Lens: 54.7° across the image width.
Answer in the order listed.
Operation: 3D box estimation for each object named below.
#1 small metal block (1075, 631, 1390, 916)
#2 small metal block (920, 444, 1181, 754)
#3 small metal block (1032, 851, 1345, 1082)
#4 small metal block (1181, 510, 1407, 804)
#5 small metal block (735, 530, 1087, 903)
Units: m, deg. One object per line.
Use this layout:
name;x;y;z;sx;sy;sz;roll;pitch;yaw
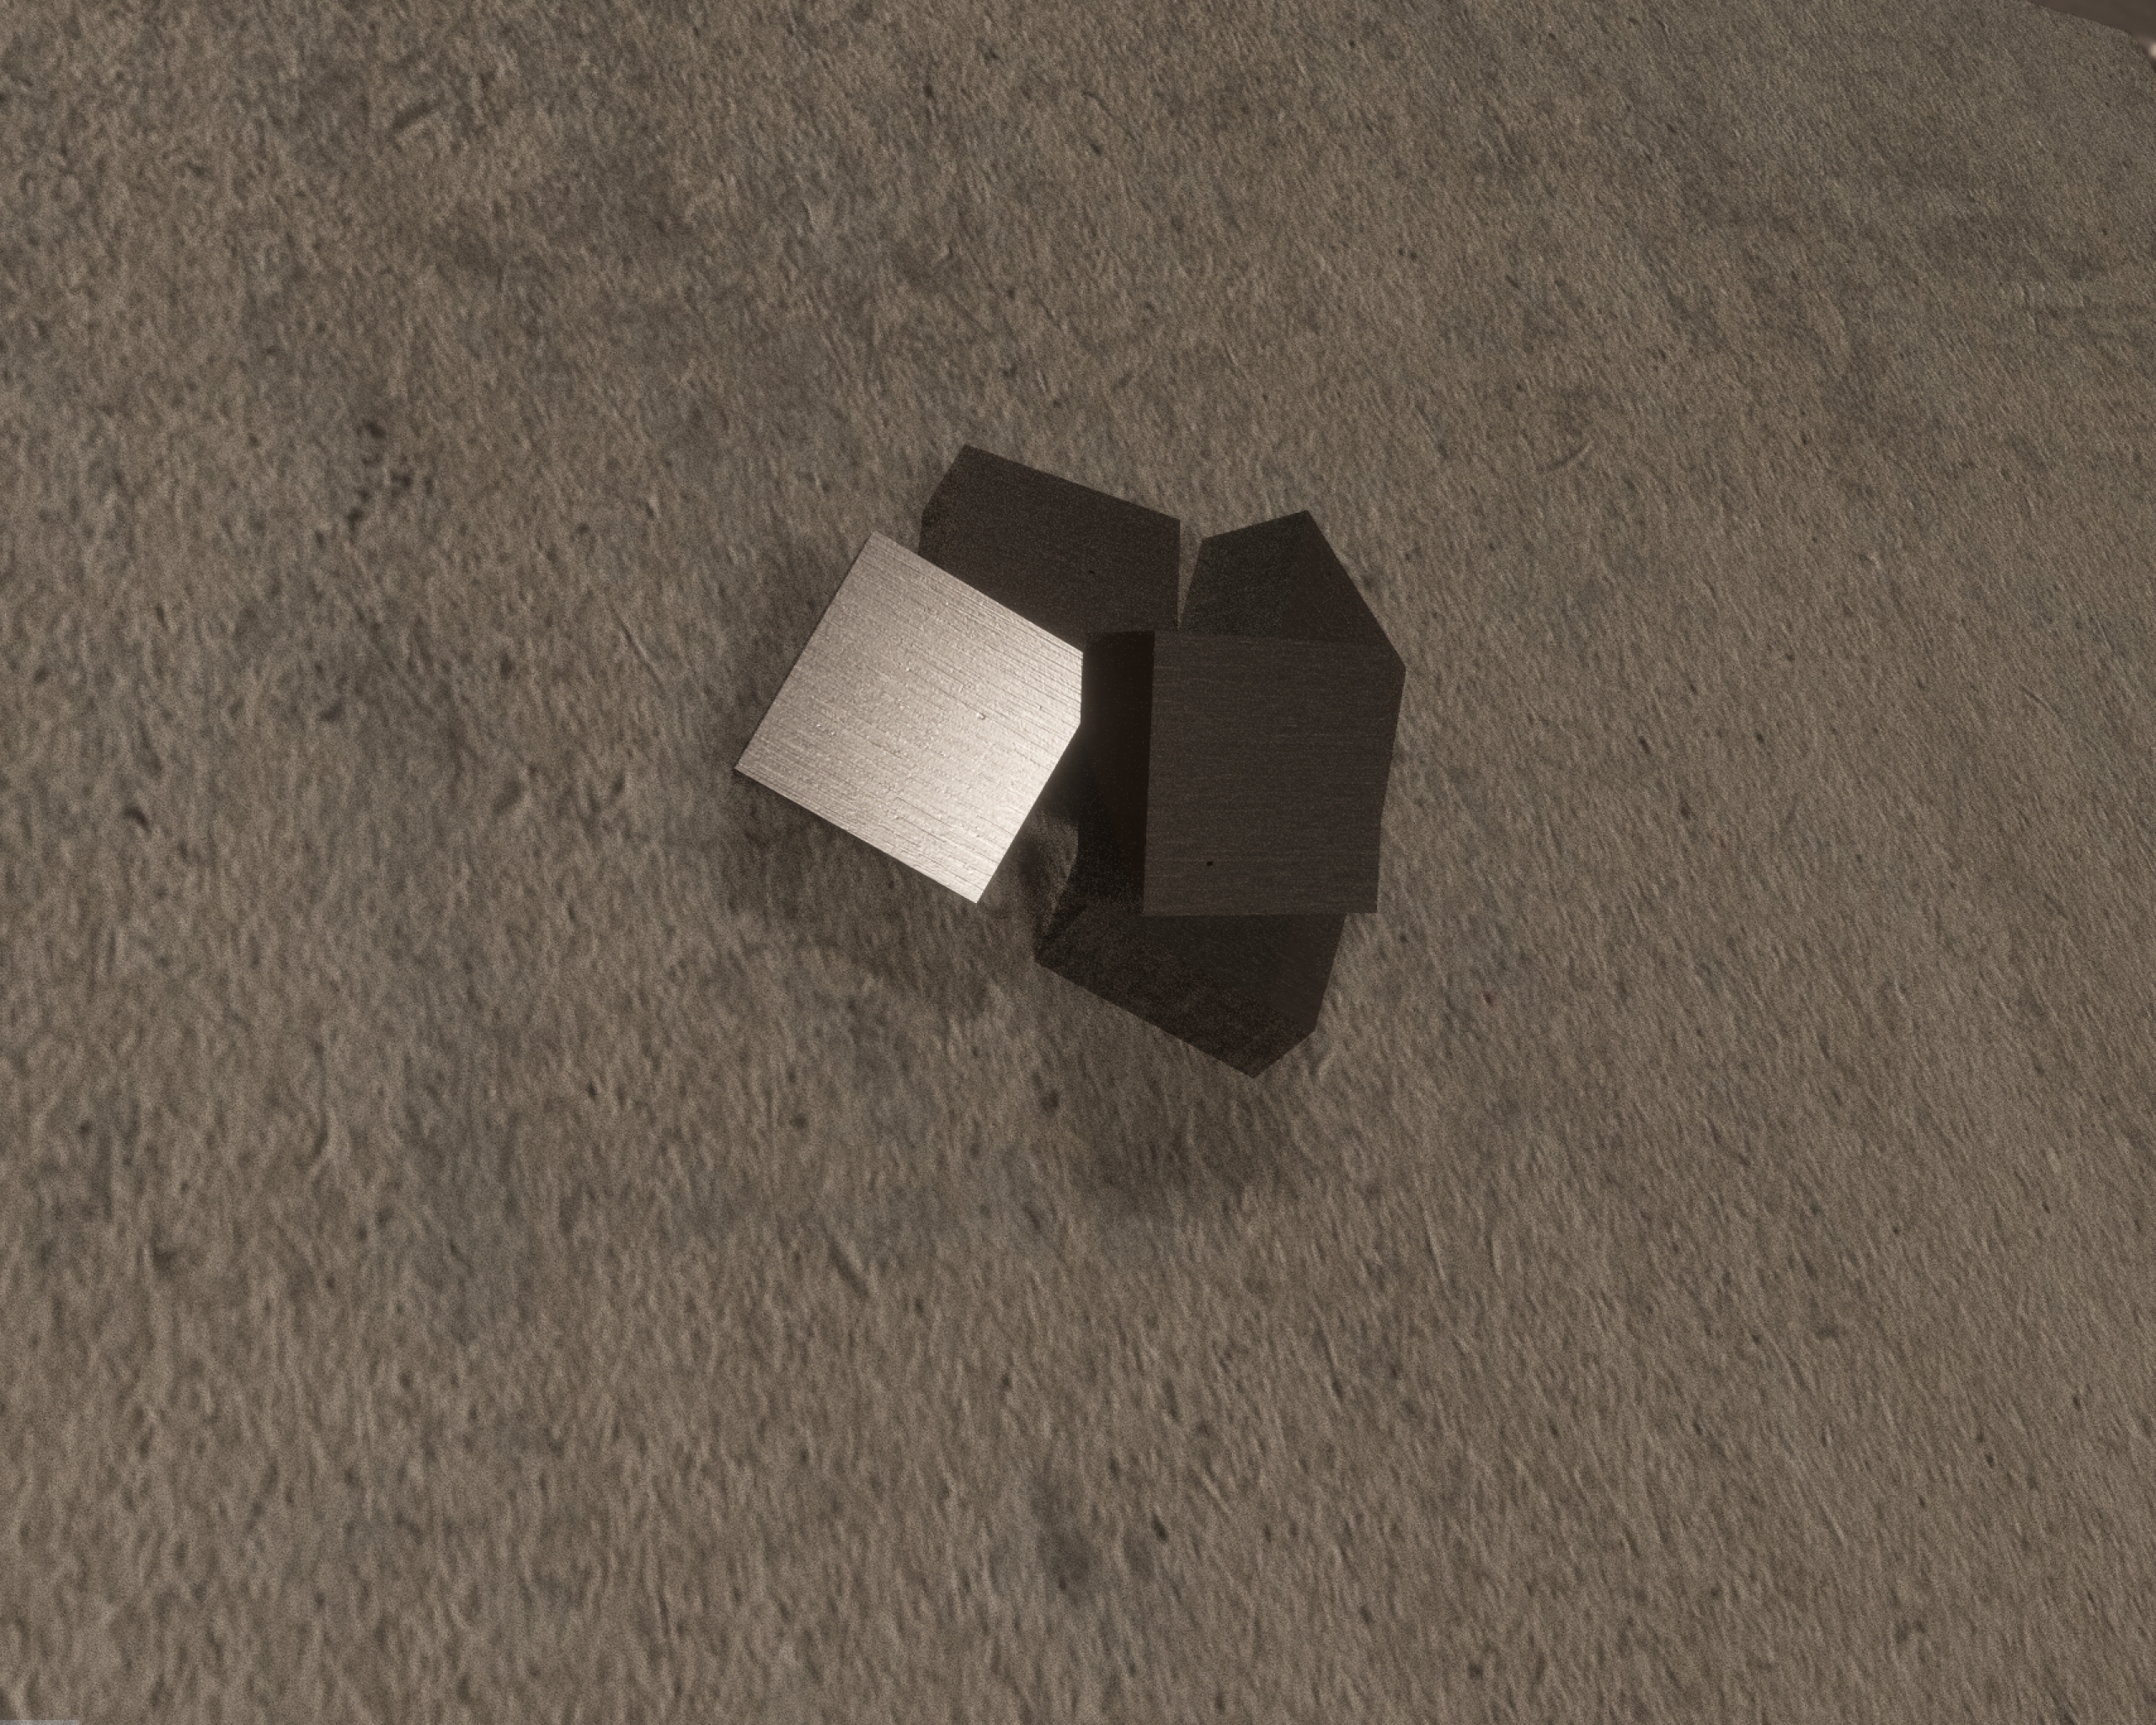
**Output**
small metal block;0.029;-0.016;0.386;0.050;0.025;0.050;0;94;-29
small metal block;-0.007;-0.053;0.436;0.050;0.025;0.050;16;55;-20
small metal block;0.025;0.008;0.416;0.050;0.025;0.050;29;52;-10
small metal block;0.044;-0.037;0.439;0.050;0.025;0.050;50;42;-38
small metal block;-0.030;-0.027;0.392;0.050;0.025;0.050;30;88;-11
